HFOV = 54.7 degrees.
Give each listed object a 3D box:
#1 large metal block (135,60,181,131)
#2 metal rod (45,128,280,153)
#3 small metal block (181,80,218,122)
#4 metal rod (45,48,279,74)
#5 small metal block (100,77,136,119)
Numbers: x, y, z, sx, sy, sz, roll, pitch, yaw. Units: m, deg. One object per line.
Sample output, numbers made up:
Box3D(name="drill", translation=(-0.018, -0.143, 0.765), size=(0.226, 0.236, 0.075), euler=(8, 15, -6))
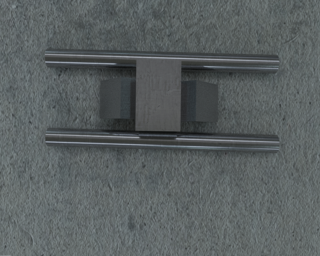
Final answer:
Box3D(name="large metal block", translation=(-0.002, -0.037, 0.386), size=(0.050, 0.080, 0.079), euler=(1, 90, 0))
Box3D(name="metal rod", translation=(0.004, 0.017, 0.411), size=(0.302, 0.025, 0.025), euler=(2, 90, -1))
Box3D(name="small metal block", translation=(0.051, -0.033, 0.398), size=(0.025, 0.050, 0.050), euler=(0, 90, 41))
Box3D(name="metal rod", translation=(0.003, -0.089, 0.411), size=(0.302, 0.025, 0.025), euler=(1, 90, -1))
Box3D(name="small metal block", translation=(-0.053, -0.037, 0.397), size=(0.025, 0.050, 0.050), euler=(1, 91, -40))
